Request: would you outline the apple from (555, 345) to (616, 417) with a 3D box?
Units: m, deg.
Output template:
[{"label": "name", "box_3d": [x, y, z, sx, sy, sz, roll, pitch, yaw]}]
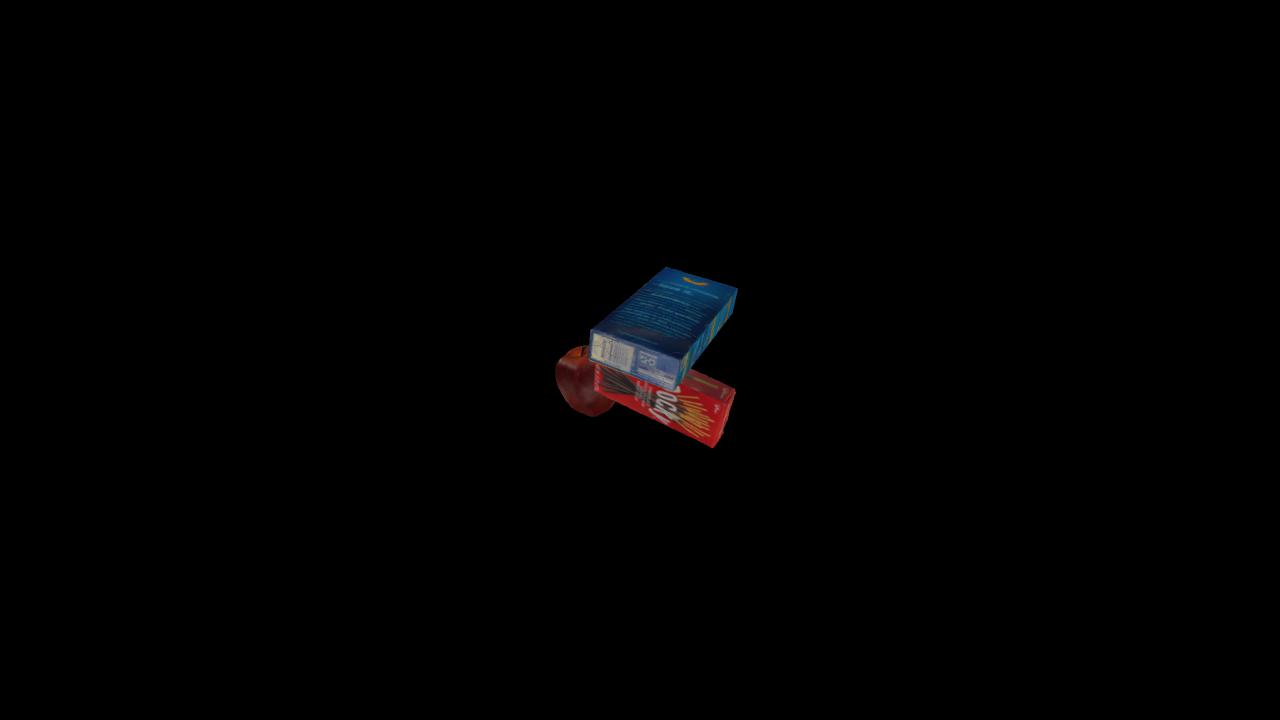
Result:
[{"label": "apple", "box_3d": [-0.063, 0.024, 0.768, 0.079, 0.093, 0.079, -9, 27, 5]}]

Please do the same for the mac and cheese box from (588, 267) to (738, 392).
[{"label": "mac and cheese box", "box_3d": [0.030, -0.040, 0.633, 0.093, 0.041, 0.184, 18, 33, 18]}]

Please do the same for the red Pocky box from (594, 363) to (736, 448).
[{"label": "red Pocky box", "box_3d": [0.022, 0.032, 0.662, 0.155, 0.083, 0.028, 24, 50, 15]}]
